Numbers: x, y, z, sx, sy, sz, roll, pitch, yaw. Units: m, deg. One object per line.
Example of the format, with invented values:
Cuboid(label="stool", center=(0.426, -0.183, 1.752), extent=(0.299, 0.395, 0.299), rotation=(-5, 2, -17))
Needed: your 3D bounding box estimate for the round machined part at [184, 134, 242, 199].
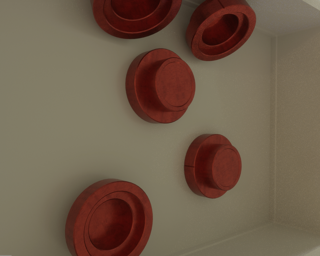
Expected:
Cuboid(label="round machined part", center=(0.086, 0.058, 0.468), extent=(0.099, 0.042, 0.097), rotation=(0, 90, -40))

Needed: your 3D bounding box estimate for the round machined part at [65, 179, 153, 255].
Cuboid(label="round machined part", center=(-0.059, 0.105, 0.346), extent=(0.099, 0.042, 0.097), rotation=(0, 90, -40))

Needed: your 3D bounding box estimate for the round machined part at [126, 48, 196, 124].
Cuboid(label="round machined part", center=(0.008, -0.054, 0.402), extent=(0.099, 0.042, 0.097), rotation=(0, 90, -40))

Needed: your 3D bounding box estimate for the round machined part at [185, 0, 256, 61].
Cuboid(label="round machined part", center=(0.081, -0.145, 0.439), extent=(0.099, 0.097, 0.042), rotation=(3, 52, -40))

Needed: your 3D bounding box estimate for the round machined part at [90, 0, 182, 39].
Cuboid(label="round machined part", center=(-0.028, -0.149, 0.344), extent=(0.099, 0.098, 0.042), rotation=(5, 58, -40))
